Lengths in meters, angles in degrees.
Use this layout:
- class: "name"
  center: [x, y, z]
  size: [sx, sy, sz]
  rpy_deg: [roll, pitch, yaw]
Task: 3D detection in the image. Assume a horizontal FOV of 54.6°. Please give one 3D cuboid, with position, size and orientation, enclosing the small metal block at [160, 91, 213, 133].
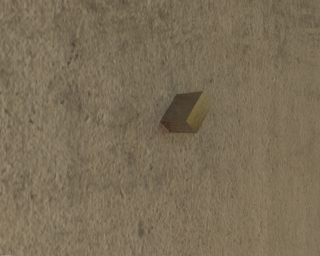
- class: "small metal block"
  center: [0.035, -0.021, 0.417]
  size: [0.025, 0.050, 0.050]
  rpy_deg: [46, 63, -30]
